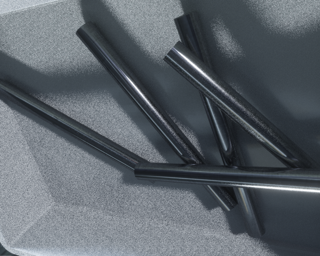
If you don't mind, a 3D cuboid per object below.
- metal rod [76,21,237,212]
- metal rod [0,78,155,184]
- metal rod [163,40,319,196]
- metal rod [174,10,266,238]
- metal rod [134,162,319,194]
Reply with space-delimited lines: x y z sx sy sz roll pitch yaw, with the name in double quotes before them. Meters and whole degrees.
"metal rod" 0.001 -0.009 0.402 0.025 0.025 0.300 -34 100 38
"metal rod" -0.134 0.001 0.479 0.301 0.025 0.025 28 128 10
"metal rod" 0.126 0.016 0.333 0.300 0.025 0.025 40 129 -7
"metal rod" 0.079 0.012 0.374 0.025 0.025 0.299 -9 114 32
"metal rod" 0.096 0.055 0.350 0.300 0.025 0.025 -2 118 34
